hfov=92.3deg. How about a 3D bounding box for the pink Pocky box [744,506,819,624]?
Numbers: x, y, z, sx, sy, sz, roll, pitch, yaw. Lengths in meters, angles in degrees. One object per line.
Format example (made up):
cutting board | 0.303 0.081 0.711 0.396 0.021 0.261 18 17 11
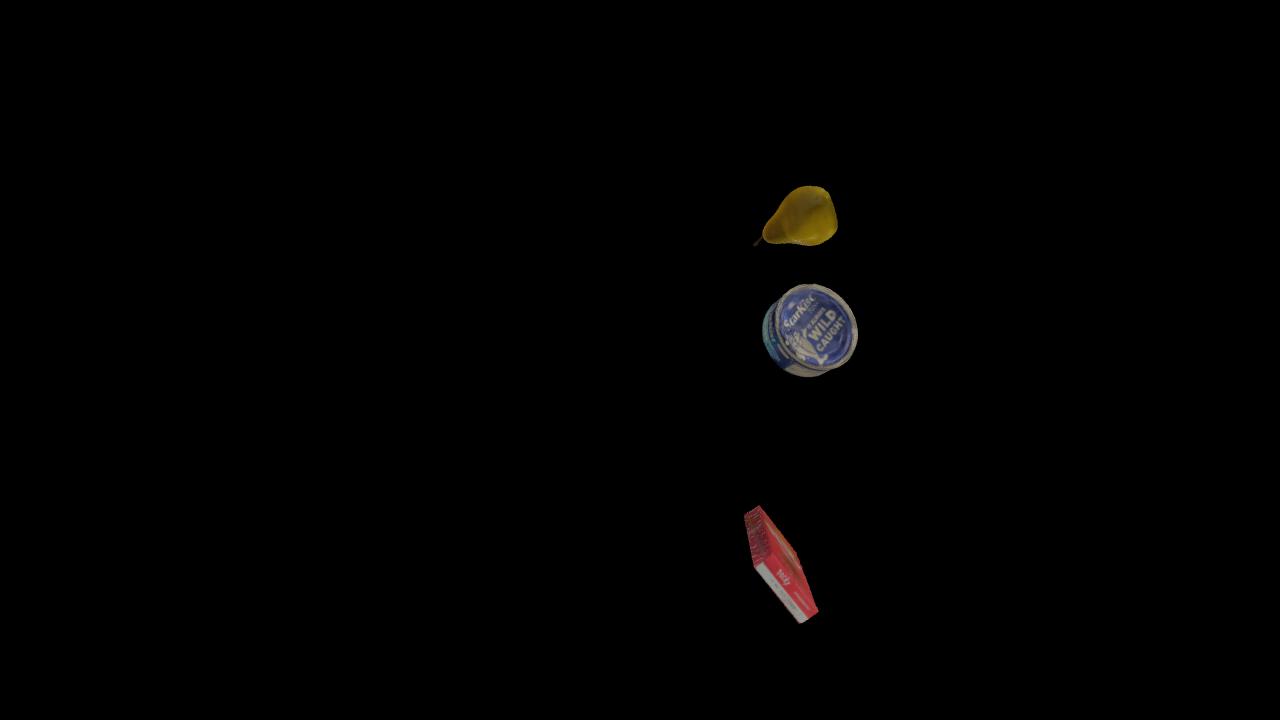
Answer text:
pink Pocky box | 0.164 0.238 0.736 0.029 0.084 0.155 -38 1 8

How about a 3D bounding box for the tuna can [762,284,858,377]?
tuna can | 0.158 -0.027 0.577 0.084 0.084 0.034 0 -16 -15

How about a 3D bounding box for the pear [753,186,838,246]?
pear | 0.193 -0.177 0.790 0.111 0.080 0.080 -15 -5 22
